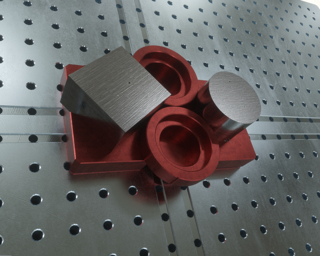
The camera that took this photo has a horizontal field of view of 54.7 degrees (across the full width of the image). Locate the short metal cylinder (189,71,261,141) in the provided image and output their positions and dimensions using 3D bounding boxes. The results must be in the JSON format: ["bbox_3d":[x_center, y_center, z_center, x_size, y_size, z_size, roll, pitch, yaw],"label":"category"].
[{"bbox_3d":[0.087,-0.029,0.417,0.081,0.050,0.080,14,56,-21],"label":"short metal cylinder"}]

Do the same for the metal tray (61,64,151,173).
[{"bbox_3d":[-0.067,-0.013,0.376,0.091,0.030,0.130,1,61,-29],"label":"metal tray"}]

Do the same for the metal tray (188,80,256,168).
[{"bbox_3d":[0.076,-0.008,0.448,0.091,0.030,0.130,1,61,-28],"label":"metal tray"}]

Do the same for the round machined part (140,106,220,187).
[{"bbox_3d":[0.021,0.025,0.381,0.099,0.042,0.098,14,56,-21],"label":"round machined part"}]

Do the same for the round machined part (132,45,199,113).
[{"bbox_3d":[0.000,-0.061,0.423,0.099,0.042,0.098,14,56,-21],"label":"round machined part"}]

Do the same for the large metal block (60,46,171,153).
[{"bbox_3d":[-0.049,-0.033,0.347,0.080,0.050,0.080,45,51,3],"label":"large metal block"}]
